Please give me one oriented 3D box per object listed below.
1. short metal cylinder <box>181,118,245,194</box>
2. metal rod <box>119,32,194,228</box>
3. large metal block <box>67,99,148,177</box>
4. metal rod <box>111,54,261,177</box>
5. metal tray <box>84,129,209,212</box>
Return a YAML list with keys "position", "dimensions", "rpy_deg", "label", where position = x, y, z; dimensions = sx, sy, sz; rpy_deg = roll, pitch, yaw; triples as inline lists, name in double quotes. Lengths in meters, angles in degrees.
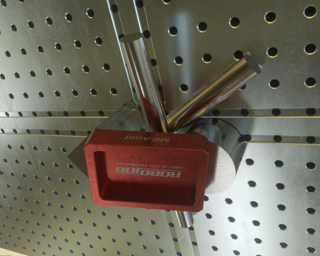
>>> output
- position: [0.059, 0.034, 0.383]
  dimensions: [0.080, 0.050, 0.079]
  rpy_deg: [13, 124, 20]
  label: "short metal cylinder"
- position: [0.006, 0.027, 0.394]
  dimensions: [0.025, 0.025, 0.298]
  rpy_deg: [4, 130, 26]
  label: "metal rod"
- position: [-0.065, 0.018, 0.418]
  dimensions: [0.050, 0.080, 0.080]
  rpy_deg: [47, 129, -5]
  label: "large metal block"
- position: [0.004, 0.006, 0.412]
  dimensions: [0.025, 0.025, 0.299]
  rpy_deg: [47, 129, -6]
  label: "metal rod"
- position: [-0.014, 0.050, 0.353]
  dimensions: [0.131, 0.030, 0.089]
  rpy_deg: [3, 122, 5]
  label: "metal tray"
